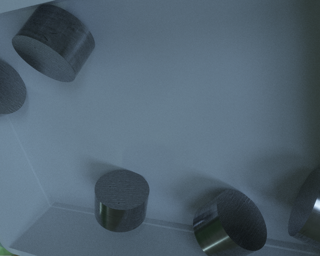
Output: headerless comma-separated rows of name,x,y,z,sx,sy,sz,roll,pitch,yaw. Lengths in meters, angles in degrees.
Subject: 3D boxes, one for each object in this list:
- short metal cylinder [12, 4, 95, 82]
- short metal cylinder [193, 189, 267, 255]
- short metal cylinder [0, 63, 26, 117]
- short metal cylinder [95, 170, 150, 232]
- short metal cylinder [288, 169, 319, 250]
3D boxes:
short metal cylinder,-0.127,-0.100,0.376,0.080,0.050,0.080,21,157,10
short metal cylinder,0.091,0.128,0.404,0.080,0.080,0.050,41,129,0
short metal cylinder,-0.257,-0.055,0.475,0.050,0.080,0.080,-13,112,33
short metal cylinder,-0.059,0.110,0.472,0.080,0.080,0.050,20,126,16
short metal cylinder,0.180,0.091,0.334,0.050,0.080,0.079,24,127,14
